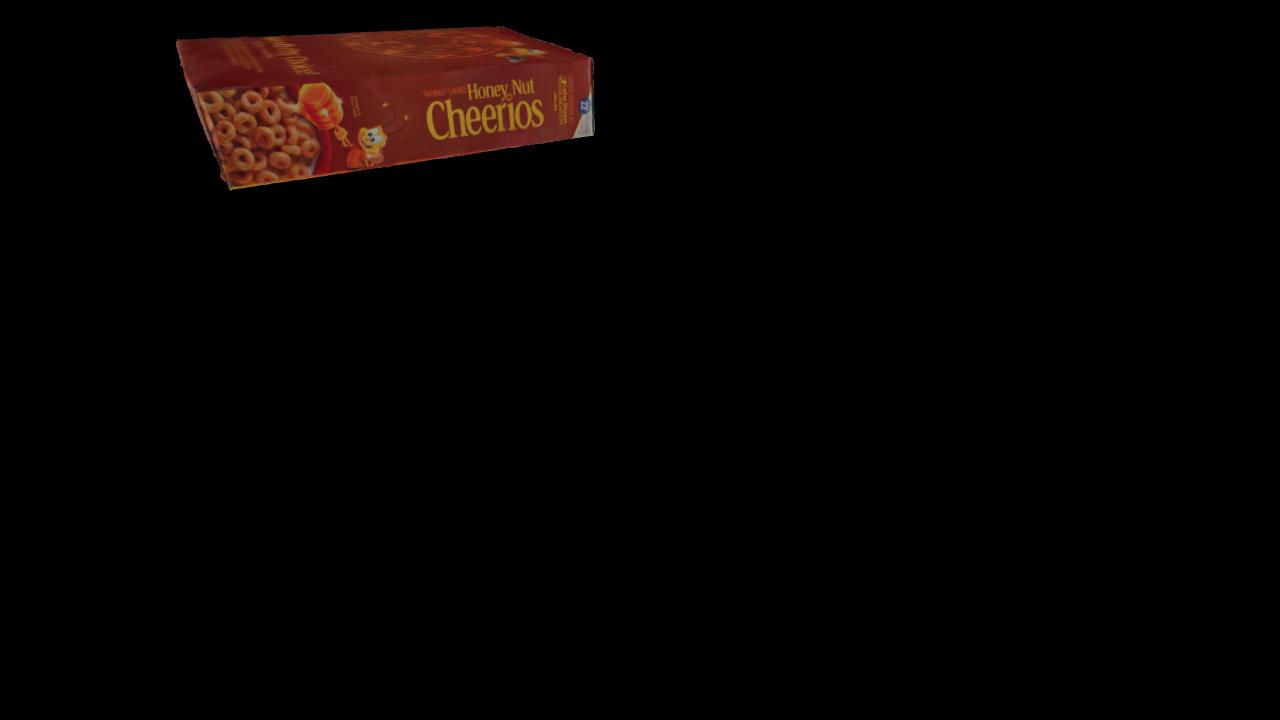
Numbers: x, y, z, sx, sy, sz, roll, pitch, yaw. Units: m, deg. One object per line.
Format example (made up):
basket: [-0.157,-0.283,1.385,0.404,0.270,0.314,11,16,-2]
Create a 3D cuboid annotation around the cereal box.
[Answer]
cereal box: [-0.218,-0.240,0.550,0.306,0.081,0.203,-20,42,-29]
